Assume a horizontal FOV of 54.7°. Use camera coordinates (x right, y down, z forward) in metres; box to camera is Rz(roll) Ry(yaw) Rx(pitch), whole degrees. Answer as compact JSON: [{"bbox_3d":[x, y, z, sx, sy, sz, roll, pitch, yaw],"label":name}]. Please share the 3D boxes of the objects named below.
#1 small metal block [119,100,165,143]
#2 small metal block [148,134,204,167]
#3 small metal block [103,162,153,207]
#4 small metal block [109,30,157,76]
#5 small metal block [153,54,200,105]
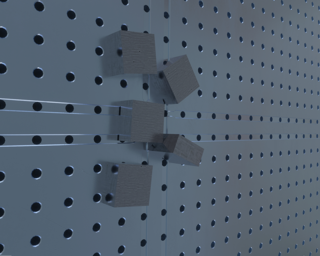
[{"bbox_3d":[-0.022,-0.007,0.392,0.050,0.025,0.050,5,87,-40],"label":"small metal block"},{"bbox_3d":[0.021,0.029,0.413,0.050,0.050,0.025,30,71,-36],"label":"small metal block"},{"bbox_3d":[-0.039,0.069,0.379,0.050,0.025,0.050,9,84,-40],"label":"small metal block"},{"bbox_3d":[-0.033,-0.091,0.383,0.050,0.025,0.050,-8,95,-40],"label":"small metal block"},{"bbox_3d":[0.022,-0.067,0.430,0.050,0.025,0.050,-40,115,-33],"label":"small metal block"}]
